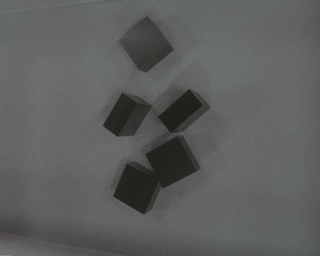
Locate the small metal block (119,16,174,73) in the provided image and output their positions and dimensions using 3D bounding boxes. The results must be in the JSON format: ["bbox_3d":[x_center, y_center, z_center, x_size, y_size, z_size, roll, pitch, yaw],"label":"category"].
[{"bbox_3d":[-0.018,-0.111,0.416,0.050,0.025,0.050,-37,79,16],"label":"small metal block"}]

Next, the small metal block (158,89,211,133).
[{"bbox_3d":[0.032,-0.020,0.385,0.050,0.050,0.025,-41,77,15],"label":"small metal block"}]

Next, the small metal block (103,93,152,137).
[{"bbox_3d":[-0.042,-0.017,0.411,0.025,0.050,0.050,35,101,16],"label":"small metal block"}]

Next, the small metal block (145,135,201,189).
[{"bbox_3d":[0.017,0.044,0.404,0.050,0.025,0.050,-31,80,16],"label":"small metal block"}]

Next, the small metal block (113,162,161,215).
[{"bbox_3d":[-0.028,0.080,0.420,0.050,0.025,0.050,26,98,18],"label":"small metal block"}]
